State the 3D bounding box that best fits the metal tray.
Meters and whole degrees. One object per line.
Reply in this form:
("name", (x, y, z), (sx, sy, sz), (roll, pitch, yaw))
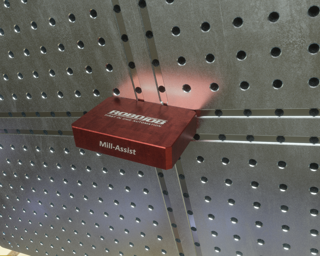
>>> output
("metal tray", (-0.030, 0.001, 0.385), (0.130, 0.090, 0.030), (12, 123, 22))
